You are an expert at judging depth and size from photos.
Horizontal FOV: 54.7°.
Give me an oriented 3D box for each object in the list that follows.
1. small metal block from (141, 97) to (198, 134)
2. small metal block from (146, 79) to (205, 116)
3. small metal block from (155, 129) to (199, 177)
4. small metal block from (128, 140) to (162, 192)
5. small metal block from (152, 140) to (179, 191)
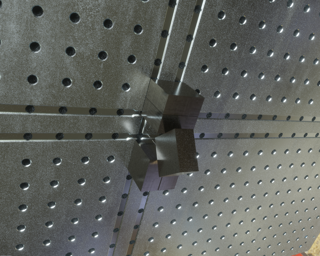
[{"bbox_3d":[0.011,-0.016,0.392,0.050,0.050,0.025,2,118,-30],"label":"small metal block"},{"bbox_3d":[0.018,-0.038,0.382,0.050,0.050,0.025,2,118,-30],"label":"small metal block"},{"bbox_3d":[0.019,0.031,0.372,0.025,0.050,0.050,1,76,-28],"label":"small metal block"},{"bbox_3d":[-0.018,0.050,0.417,0.025,0.050,0.050,1,118,-30],"label":"small metal block"},{"bbox_3d":[0.004,0.050,0.429,0.025,0.050,0.050,1,118,-30],"label":"small metal block"}]
